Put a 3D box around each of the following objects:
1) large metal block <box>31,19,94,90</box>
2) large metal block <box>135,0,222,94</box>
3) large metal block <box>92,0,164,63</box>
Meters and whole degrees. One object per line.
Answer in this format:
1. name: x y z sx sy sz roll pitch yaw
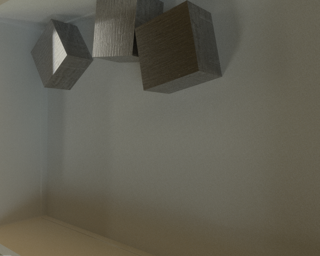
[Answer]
1. large metal block: -0.170 -0.123 0.531 0.080 0.050 0.080 -41 65 32
2. large metal block: 0.021 -0.092 0.373 0.080 0.050 0.080 -14 81 39
3. large metal block: -0.045 -0.135 0.428 0.080 0.050 0.079 9 96 40
